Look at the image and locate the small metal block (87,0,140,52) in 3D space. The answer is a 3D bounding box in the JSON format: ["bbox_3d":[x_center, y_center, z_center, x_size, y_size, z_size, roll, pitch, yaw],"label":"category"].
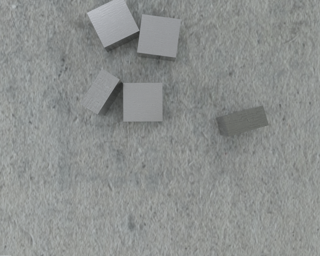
[{"bbox_3d":[-0.060,-0.136,0.409,0.050,0.025,0.050,-26,90,-1],"label":"small metal block"}]

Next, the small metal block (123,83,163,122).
[{"bbox_3d":[-0.022,-0.033,0.410,0.050,0.025,0.050,0,90,-1],"label":"small metal block"}]

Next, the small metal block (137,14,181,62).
[{"bbox_3d":[-0.001,-0.118,0.410,0.050,0.025,0.050,7,90,-1],"label":"small metal block"}]

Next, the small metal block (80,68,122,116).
[{"bbox_3d":[-0.072,-0.044,0.397,0.025,0.050,0.050,32,90,0],"label":"small metal block"}]

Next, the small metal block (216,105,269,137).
[{"bbox_3d":[0.104,-0.009,0.399,0.050,0.050,0.025,-16,90,0],"label":"small metal block"}]
